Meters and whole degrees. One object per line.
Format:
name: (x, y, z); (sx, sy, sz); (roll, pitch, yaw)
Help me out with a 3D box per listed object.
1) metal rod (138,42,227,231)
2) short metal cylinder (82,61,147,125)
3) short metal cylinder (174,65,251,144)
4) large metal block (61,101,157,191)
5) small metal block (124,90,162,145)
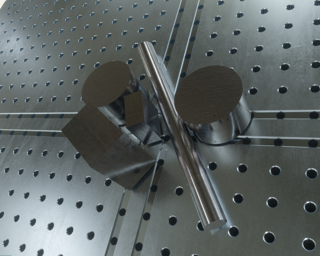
metal rod: (0.016, -0.014, 0.403); (0.025, 0.025, 0.299); (-28, 52, 11)
short metal cylinder: (-0.066, -0.051, 0.453); (0.080, 0.050, 0.080); (-13, 56, 21)
short metal cylinder: (0.064, -0.027, 0.371); (0.080, 0.050, 0.080); (-13, 56, 21)
large metal block: (-0.063, 0.023, 0.386); (0.050, 0.080, 0.080); (-48, 51, -4)
small metal block: (-0.022, -0.013, 0.406); (0.025, 0.050, 0.050); (-19, 54, 17)
